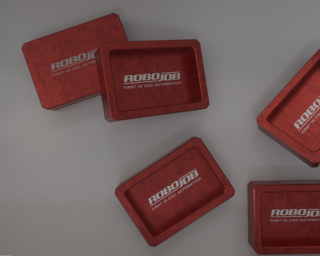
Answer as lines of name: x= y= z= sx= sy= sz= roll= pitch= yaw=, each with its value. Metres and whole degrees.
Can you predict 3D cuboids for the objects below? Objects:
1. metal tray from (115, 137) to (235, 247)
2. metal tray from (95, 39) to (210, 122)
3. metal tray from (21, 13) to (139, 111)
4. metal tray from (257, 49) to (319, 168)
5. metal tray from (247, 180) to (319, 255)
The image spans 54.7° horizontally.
metal tray: x=0.019 y=0.082 z=0.408 sx=0.130 sy=0.030 sz=0.090 roll=-33 pitch=90 yaw=0
metal tray: x=-0.007 y=-0.060 z=0.383 sx=0.131 sy=0.030 sz=0.089 roll=-9 pitch=90 yaw=-24
metal tray: x=-0.101 y=-0.085 z=0.408 sx=0.131 sy=0.030 sz=0.090 roll=-19 pitch=90 yaw=0
metal tray: x=0.199 y=-0.027 z=0.390 sx=0.130 sy=0.030 sz=0.090 roll=-48 pitch=61 yaw=0
metal tray: x=0.186 y=0.116 z=0.410 sx=0.131 sy=0.030 sz=0.089 roll=-1 pitch=90 yaw=0
